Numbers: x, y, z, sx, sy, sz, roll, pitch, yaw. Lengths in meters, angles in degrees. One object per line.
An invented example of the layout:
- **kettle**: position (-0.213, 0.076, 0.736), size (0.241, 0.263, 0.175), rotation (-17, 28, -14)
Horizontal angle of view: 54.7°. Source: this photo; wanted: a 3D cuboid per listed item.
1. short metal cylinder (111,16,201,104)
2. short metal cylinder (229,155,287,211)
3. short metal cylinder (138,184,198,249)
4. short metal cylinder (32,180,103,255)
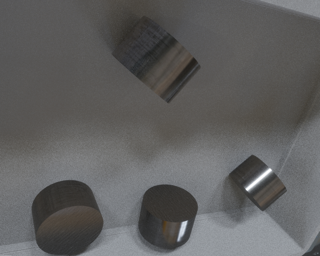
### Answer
- **short metal cylinder**: position (-0.004, -0.071, 0.327), size (0.050, 0.080, 0.080), rotation (-49, 129, 6)
- **short metal cylinder**: position (0.162, 0.091, 0.518), size (0.050, 0.080, 0.080), rotation (-40, 129, -1)
- **short metal cylinder**: position (0.011, 0.129, 0.459), size (0.081, 0.080, 0.050), rotation (-4, 120, -27)
- **short metal cylinder**: position (-0.119, 0.114, 0.398), size (0.081, 0.050, 0.079), rotation (-14, 124, -21)
